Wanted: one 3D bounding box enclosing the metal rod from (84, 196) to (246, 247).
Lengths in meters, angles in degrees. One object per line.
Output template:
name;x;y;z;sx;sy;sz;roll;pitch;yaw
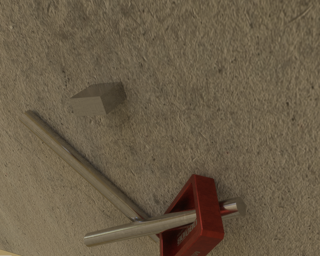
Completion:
metal rod;-0.012;0.149;0.472;0.299;0.025;0.025;-24;106;34

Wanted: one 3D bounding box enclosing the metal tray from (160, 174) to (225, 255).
metal tray;0.037;0.137;0.426;0.030;0.090;0.129;15;130;-15

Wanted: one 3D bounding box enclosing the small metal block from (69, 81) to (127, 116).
small metal block;-0.081;-0.039;0.407;0.050;0.050;0.025;-1;118;28

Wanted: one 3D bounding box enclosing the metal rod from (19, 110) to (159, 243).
metal rod;-0.110;0.080;0.512;0.300;0.025;0.025;43;129;-2
